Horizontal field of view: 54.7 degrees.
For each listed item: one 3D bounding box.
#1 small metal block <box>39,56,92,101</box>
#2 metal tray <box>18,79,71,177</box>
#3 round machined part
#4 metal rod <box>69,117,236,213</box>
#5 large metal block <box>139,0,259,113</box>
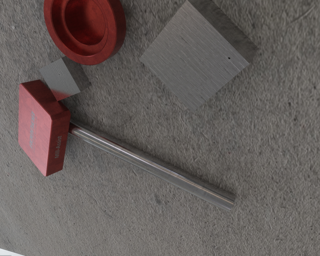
[{"bbox_3d":[-0.132,-0.071,0.433,0.050,0.025,0.050,-14,111,33],"label":"small metal block"},{"bbox_3d":[-0.184,0.002,0.484,0.090,0.030,0.129,42,132,24],"label":"metal tray"},{"bbox_3d":[-0.082,-0.126,0.361,0.098,0.042,0.097,13,124,21],"label":"round machined part"},{"bbox_3d":[-0.036,0.042,0.451,0.301,0.025,0.025,24,127,13],"label":"metal rod"},{"bbox_3d":[0.040,-0.077,0.322,0.080,0.050,0.080,45,129,-3],"label":"large metal block"}]
